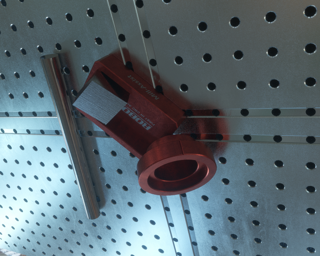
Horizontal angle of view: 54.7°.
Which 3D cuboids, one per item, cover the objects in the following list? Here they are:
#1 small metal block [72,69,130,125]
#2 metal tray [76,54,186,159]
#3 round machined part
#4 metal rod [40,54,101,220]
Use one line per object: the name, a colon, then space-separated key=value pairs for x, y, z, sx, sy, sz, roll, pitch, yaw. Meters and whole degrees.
small metal block: x=-0.074 y=-0.038 z=0.395 sx=0.050 sy=0.025 sz=0.050 roll=33 pitch=128 yaw=-23
metal tray: x=-0.042 y=-0.023 z=0.414 sx=0.130 sy=0.030 sz=0.089 roll=39 pitch=129 yaw=1
round machined part: x=0.019 y=0.044 z=0.396 sx=0.099 sy=0.042 sz=0.097 roll=-8 pitch=141 yaw=-6
metal rod: x=-0.138 y=0.030 z=0.500 sx=0.025 sy=0.025 sz=0.298 roll=7 pitch=122 yaw=24
